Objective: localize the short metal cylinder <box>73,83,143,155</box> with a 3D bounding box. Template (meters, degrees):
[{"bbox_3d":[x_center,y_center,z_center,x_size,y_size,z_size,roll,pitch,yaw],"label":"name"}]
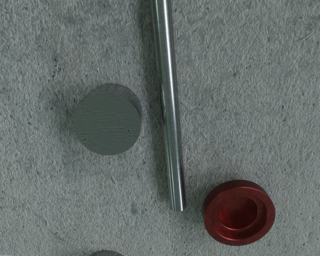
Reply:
[{"bbox_3d":[-0.063,-0.012,0.391,0.081,0.050,0.079,0,110,-1],"label":"short metal cylinder"}]

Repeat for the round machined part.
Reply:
[{"bbox_3d":[0.109,0.116,0.445,0.099,0.042,0.097,0,110,-1],"label":"round machined part"}]

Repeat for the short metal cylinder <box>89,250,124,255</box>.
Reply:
[{"bbox_3d":[-0.087,0.241,0.484,0.081,0.050,0.079,0,110,-1],"label":"short metal cylinder"}]

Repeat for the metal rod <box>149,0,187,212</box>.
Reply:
[{"bbox_3d":[0.013,-0.024,0.400,0.025,0.025,0.298,-5,110,1],"label":"metal rod"}]
